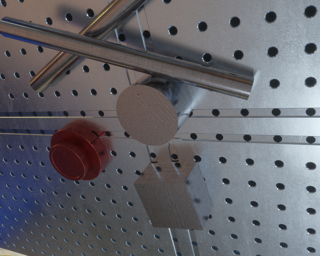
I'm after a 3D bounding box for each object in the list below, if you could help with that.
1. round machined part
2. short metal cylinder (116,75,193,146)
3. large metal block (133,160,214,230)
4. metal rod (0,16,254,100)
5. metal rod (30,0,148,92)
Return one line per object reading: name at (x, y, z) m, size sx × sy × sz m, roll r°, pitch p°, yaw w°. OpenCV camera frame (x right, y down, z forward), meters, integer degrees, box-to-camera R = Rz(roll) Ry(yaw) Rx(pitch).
round machined part at (-0.137, 0.046, 0.498) m, size 0.098 × 0.042 × 0.097 m, roll 13°, pitch 124°, yaw 20°
short metal cylinder at (-0.006, -0.025, 0.382) m, size 0.080 × 0.050 × 0.079 m, roll 13°, pitch 124°, yaw 20°
large metal block at (0.021, 0.096, 0.442) m, size 0.080 × 0.050 × 0.080 m, roll -8°, pitch 115°, yaw 31°
metal rod at (-0.045, -0.083, 0.357) m, size 0.301 × 0.025 × 0.025 m, roll 16°, pitch 125°, yaw 9°
metal rod at (-0.075, -0.119, 0.375) m, size 0.299 × 0.025 × 0.025 m, roll -27°, pitch 104°, yaw 37°
